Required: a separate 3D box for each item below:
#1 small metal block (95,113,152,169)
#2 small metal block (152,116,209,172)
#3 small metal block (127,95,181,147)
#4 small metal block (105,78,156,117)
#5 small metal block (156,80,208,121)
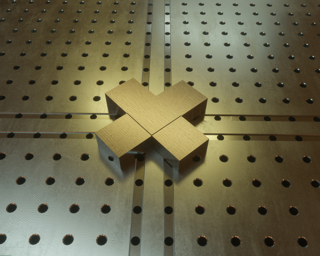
[{"bbox_3d":[-0.046,0.016,0.394,0.050,0.025,0.050,-34,58,-26],"label":"small metal block"},{"bbox_3d":[0.025,0.019,0.392,0.050,0.025,0.050,-34,58,-25],"label":"small metal block"},{"bbox_3d":[-0.008,-0.011,0.415,0.050,0.025,0.050,-34,58,-26],"label":"small metal block"},{"bbox_3d":[-0.041,-0.039,0.440,0.050,0.025,0.050,-34,58,-25],"label":"small metal block"},{"bbox_3d":[0.030,-0.035,0.437,0.050,0.025,0.050,-34,58,-26],"label":"small metal block"}]
